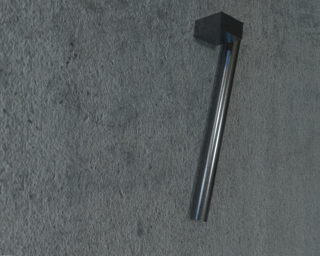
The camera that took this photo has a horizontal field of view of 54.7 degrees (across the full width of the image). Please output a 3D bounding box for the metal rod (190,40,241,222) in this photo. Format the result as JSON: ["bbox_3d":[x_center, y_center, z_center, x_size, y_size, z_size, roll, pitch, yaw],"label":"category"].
[{"bbox_3d":[0.089,-0.010,0.479,0.025,0.025,0.299,21,77,-38],"label":"metal rod"}]

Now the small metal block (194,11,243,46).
[{"bbox_3d":[0.087,-0.146,0.461,0.050,0.050,0.025,8,85,-40],"label":"small metal block"}]
